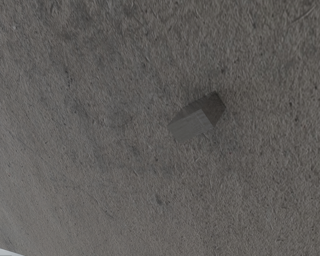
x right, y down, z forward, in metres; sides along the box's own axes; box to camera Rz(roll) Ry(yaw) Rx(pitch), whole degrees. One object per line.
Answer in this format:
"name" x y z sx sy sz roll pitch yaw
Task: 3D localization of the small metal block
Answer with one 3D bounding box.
"small metal block" 0.043 -0.013 0.360 0.050 0.050 0.025 -27 104 37
